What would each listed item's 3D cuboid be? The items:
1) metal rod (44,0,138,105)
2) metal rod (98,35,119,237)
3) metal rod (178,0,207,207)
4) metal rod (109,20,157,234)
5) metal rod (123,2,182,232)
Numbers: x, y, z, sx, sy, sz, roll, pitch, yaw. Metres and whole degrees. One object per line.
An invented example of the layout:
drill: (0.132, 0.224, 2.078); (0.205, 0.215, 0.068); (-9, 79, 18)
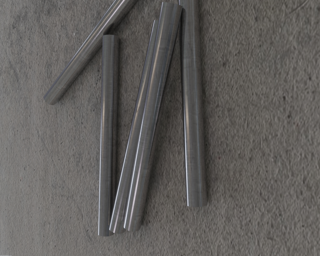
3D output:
metal rod: (-0.107, -0.134, 0.493); (0.299, 0.025, 0.025); (-40, 66, 32)
metal rod: (-0.078, 0.012, 0.469); (0.025, 0.025, 0.298); (3, 92, 40)
metal rod: (0.038, -0.058, 0.373); (0.025, 0.025, 0.298); (-4, 88, 40)
metal rod: (-0.030, 0.006, 0.429); (0.025, 0.025, 0.298); (21, 104, 38)
metal rod: (-0.013, -0.002, 0.399); (0.025, 0.025, 0.298); (23, 109, 38)
